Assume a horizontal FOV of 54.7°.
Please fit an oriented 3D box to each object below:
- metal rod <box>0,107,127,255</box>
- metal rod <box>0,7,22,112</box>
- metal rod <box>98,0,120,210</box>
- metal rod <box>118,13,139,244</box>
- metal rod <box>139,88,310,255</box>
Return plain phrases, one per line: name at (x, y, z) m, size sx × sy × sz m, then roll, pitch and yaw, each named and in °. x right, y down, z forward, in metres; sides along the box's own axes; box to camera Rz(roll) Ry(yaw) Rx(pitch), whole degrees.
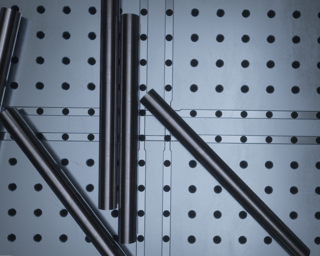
metal rod at (-0.114, 0.100, 0.411) m, size 0.025 × 0.025 × 0.299 m, roll -37°, pitch 90°, yaw 0°
metal rod at (-0.229, -0.009, 0.410) m, size 0.025 × 0.025 × 0.298 m, roll 12°, pitch 90°, yaw -1°
metal rod at (-0.068, -0.043, 0.412) m, size 0.025 × 0.025 × 0.298 m, roll 1°, pitch 90°, yaw -1°
metal rod at (-0.042, 0.001, 0.412) m, size 0.025 × 0.025 × 0.298 m, roll 1°, pitch 90°, yaw -1°
metal rod at (0.086, 0.063, 0.414) m, size 0.025 × 0.025 × 0.300 m, roll -44°, pitch 91°, yaw 0°
